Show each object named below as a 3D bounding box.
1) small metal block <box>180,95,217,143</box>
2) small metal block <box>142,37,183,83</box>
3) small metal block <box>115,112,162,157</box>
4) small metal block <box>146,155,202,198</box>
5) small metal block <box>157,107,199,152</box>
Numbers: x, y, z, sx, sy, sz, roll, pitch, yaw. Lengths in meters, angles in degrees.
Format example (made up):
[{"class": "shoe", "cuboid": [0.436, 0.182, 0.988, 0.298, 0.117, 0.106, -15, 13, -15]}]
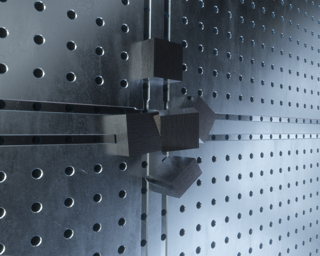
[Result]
[{"class": "small metal block", "cuboid": [0.052, -0.012, 0.455, 0.050, 0.025, 0.050, 42, 65, -33]}, {"class": "small metal block", "cuboid": [0.004, -0.089, 0.414, 0.050, 0.025, 0.050, 2, 89, -40]}, {"class": "small metal block", "cuboid": [-0.027, 0.007, 0.388, 0.050, 0.025, 0.050, -7, 95, -40]}, {"class": "small metal block", "cuboid": [0.019, 0.063, 0.411, 0.050, 0.050, 0.025, -41, 115, -33]}, {"class": "small metal block", "cuboid": [0.024, 0.002, 0.410, 0.050, 0.025, 0.050, -6, 110, -9]}]
